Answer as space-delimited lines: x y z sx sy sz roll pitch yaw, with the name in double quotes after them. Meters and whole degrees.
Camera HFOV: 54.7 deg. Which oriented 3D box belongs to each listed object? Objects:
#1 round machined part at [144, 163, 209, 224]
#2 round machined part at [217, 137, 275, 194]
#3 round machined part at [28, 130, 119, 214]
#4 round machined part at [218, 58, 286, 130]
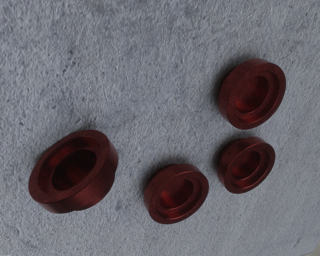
0.021 0.093 0.464 0.099 0.042 0.097 -14 124 -21 "round machined part"
0.134 0.056 0.503 0.099 0.042 0.097 -14 124 -21 "round machined part"
-0.090 0.051 0.343 0.098 0.098 0.042 -34 129 -6 "round machined part"
0.122 -0.050 0.431 0.099 0.042 0.097 -14 124 -21 "round machined part"
